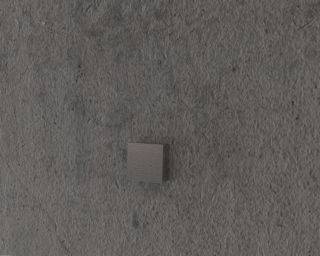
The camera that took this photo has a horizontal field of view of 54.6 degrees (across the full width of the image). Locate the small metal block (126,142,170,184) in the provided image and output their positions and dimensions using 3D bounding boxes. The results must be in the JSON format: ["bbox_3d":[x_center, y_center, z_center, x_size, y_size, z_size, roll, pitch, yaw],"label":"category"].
[{"bbox_3d":[-0.016,0.045,0.415,0.050,0.025,0.050,2,91,20],"label":"small metal block"}]
